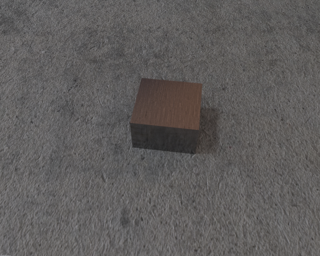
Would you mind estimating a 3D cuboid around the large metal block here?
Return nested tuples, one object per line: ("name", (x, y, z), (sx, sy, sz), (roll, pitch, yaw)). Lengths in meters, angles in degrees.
("large metal block", (0.010, -0.016, 0.402), (0.080, 0.050, 0.080), (6, 50, 4))
